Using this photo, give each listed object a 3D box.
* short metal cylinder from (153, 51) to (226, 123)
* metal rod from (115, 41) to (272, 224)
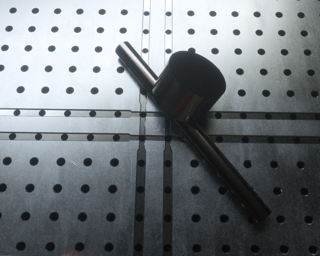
[{"bbox_3d":[0.037,-0.054,0.401,0.081,0.050,0.080,15,49,-18],"label":"short metal cylinder"},{"bbox_3d":[0.035,-0.005,0.413,0.025,0.025,0.300,-35,74,-12],"label":"metal rod"}]
